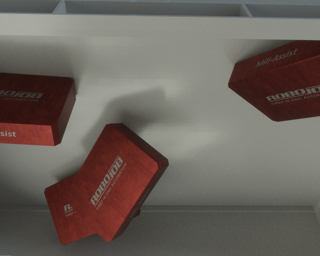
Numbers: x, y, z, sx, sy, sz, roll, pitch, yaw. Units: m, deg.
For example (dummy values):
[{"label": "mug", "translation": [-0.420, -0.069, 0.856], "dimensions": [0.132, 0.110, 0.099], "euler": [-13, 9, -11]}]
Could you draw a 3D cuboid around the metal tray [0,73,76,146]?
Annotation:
[{"label": "metal tray", "translation": [-0.169, -0.024, 0.343], "dimensions": [0.131, 0.090, 0.030], "euler": [4, 130, -4]}]

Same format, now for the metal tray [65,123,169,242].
[{"label": "metal tray", "translation": [-0.059, 0.069, 0.405], "dimensions": [0.090, 0.030, 0.129], "euler": [38, 106, 19]}]

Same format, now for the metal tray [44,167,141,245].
[{"label": "metal tray", "translation": [-0.103, 0.109, 0.460], "dimensions": [0.130, 0.090, 0.030], "euler": [-26, 169, 20]}]

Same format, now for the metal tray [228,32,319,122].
[{"label": "metal tray", "translation": [0.148, -0.047, 0.321], "dimensions": [0.090, 0.030, 0.130], "euler": [31, 160, -24]}]
